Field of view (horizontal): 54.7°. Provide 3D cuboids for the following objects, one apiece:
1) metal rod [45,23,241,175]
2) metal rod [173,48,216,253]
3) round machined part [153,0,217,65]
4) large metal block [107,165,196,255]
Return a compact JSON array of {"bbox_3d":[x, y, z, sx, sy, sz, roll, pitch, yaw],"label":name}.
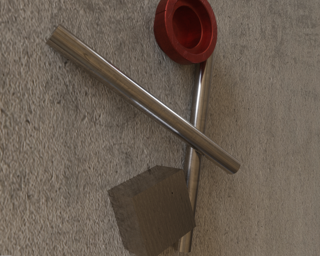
[{"bbox_3d":[-0.001,-0.019,0.385,0.301,0.025,0.025,35,68,-28],"label":"metal rod"},{"bbox_3d":[0.051,0.023,0.450,0.025,0.025,0.298,13,82,-40],"label":"metal rod"},{"bbox_3d":[0.030,-0.134,0.421,0.099,0.042,0.097,0,90,-40],"label":"round machined part"},{"bbox_3d":[-0.008,0.101,0.384,0.081,0.050,0.079,-23,105,-38],"label":"large metal block"}]
